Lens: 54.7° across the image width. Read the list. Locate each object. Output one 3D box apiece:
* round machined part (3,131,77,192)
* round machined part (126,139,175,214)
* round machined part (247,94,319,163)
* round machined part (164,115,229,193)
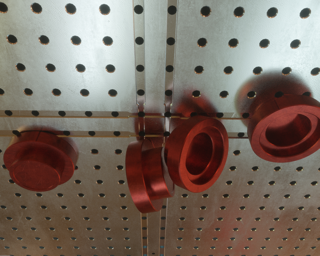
[{"bbox_3d":[-0.173,0.054,0.444,0.099,0.042,0.097,0,130,0],"label":"round machined part"},{"bbox_3d":[-0.008,0.062,0.416,0.042,0.098,0.098,-12,129,12],"label":"round machined part"},{"bbox_3d":[0.162,-0.003,0.400,0.099,0.042,0.097,-1,130,0],"label":"round machined part"},{"bbox_3d":[0.044,0.031,0.405,0.042,0.098,0.098,15,146,45],"label":"round machined part"}]
